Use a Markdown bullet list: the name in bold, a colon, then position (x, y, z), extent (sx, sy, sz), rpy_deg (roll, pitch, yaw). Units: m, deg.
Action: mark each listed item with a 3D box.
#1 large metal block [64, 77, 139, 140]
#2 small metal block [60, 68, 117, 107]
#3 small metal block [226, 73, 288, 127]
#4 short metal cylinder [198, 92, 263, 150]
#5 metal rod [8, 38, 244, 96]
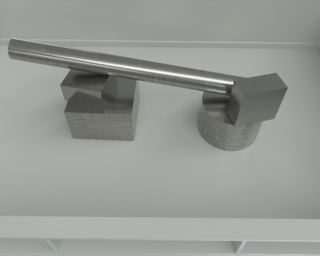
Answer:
- **large metal block**: position (-0.072, -0.032, 0.411), extent (0.081, 0.050, 0.080), rpy_deg (2, 50, 1)
- **small metal block**: position (-0.087, -0.056, 0.384), extent (0.050, 0.025, 0.050), rpy_deg (10, 50, 8)
- **small metal block**: position (0.107, -0.031, 0.348), extent (0.050, 0.050, 0.025), rpy_deg (-11, 51, -10)
- **short metal cylinder**: position (0.093, -0.018, 0.403), extent (0.081, 0.050, 0.080), rpy_deg (0, 50, 0)
- **metal rod**: position (-0.023, -0.069, 0.369), extent (0.302, 0.025, 0.025), rpy_deg (9, 50, -3)
